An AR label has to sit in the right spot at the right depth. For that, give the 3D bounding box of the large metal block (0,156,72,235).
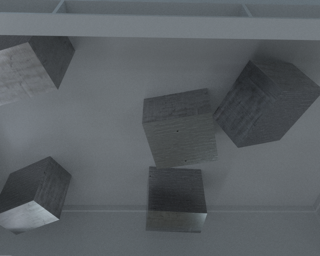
[{"bbox_3d":[-0.186,0.099,0.454,0.080,0.080,0.050,-23,127,18],"label":"large metal block"}]

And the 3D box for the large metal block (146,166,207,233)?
[{"bbox_3d":[0.022,0.106,0.464,0.081,0.080,0.050,4,130,-4],"label":"large metal block"}]

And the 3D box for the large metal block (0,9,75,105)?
[{"bbox_3d":[-0.141,-0.070,0.311,0.080,0.080,0.050,-13,129,10],"label":"large metal block"}]

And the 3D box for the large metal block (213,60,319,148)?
[{"bbox_3d":[0.120,-0.027,0.350,0.081,0.050,0.079,-6,138,-37],"label":"large metal block"}]

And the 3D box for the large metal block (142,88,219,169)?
[{"bbox_3d":[0.027,0.002,0.395,0.080,0.050,0.080,-9,130,8],"label":"large metal block"}]
